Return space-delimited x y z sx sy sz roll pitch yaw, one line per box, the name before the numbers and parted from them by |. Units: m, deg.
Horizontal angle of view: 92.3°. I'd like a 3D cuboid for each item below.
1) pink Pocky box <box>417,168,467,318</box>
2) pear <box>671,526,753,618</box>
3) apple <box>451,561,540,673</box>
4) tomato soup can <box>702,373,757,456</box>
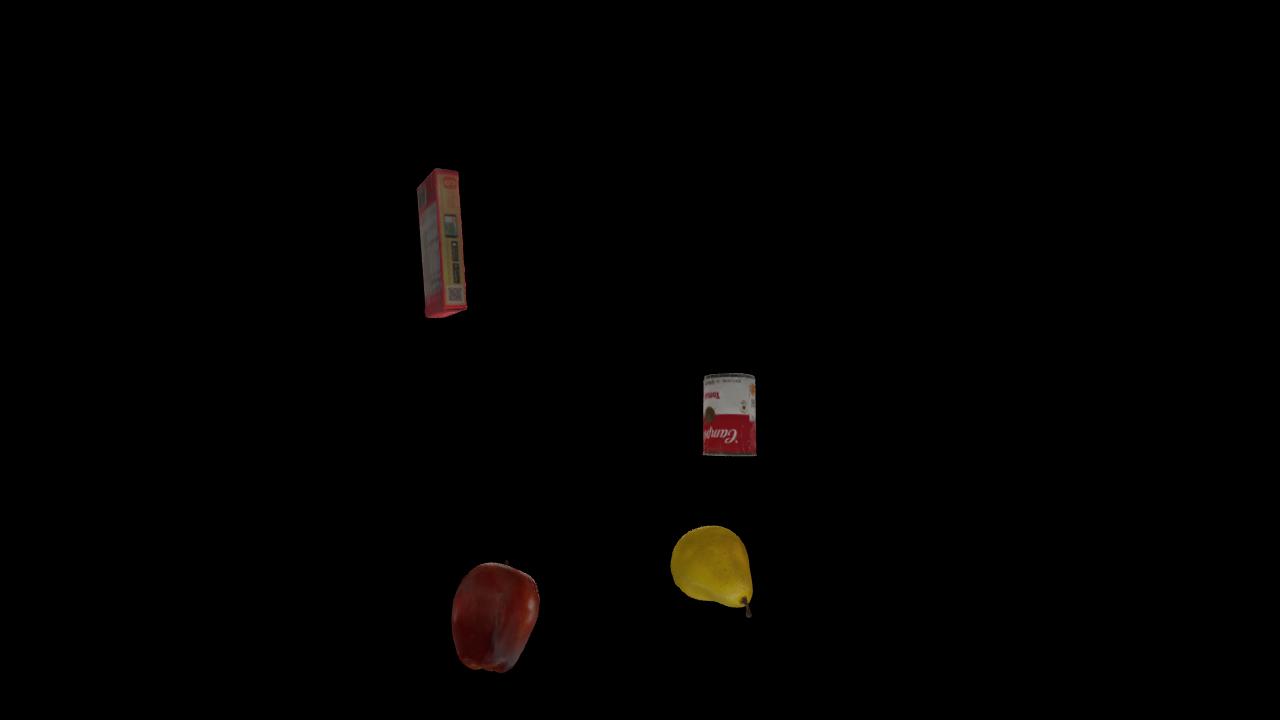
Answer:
pink Pocky box | -0.225 -0.128 0.697 0.029 0.155 0.084 -4 -1 -32
pear | 0.084 0.211 0.606 0.080 0.080 0.111 0 12 -36
apple | -0.133 0.230 0.558 0.079 0.093 0.079 6 -33 4
tomato soup can | 0.113 0.070 0.776 0.068 0.101 0.068 2 -10 0
